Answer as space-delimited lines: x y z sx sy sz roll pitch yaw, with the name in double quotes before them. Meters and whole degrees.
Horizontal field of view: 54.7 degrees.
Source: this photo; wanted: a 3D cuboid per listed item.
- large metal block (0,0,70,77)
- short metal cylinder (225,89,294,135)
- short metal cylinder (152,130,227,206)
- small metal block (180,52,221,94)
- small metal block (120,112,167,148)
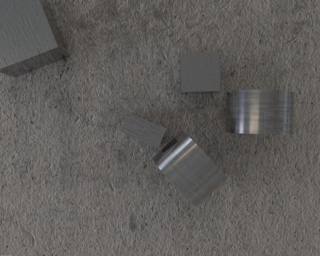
"large metal block" -0.174 -0.120 0.396 0.080 0.050 0.080 -21 90 0
"short metal cylinder" 0.122 -0.018 0.384 0.081 0.080 0.050 2 90 0
"short metal cylinder" 0.036 0.049 0.383 0.050 0.080 0.080 -43 90 0
"small metal block" 0.052 -0.072 0.410 0.050 0.025 0.050 -2 90 0
"small metal block" -0.020 0.002 0.397 0.050 0.050 0.025 23 90 0
